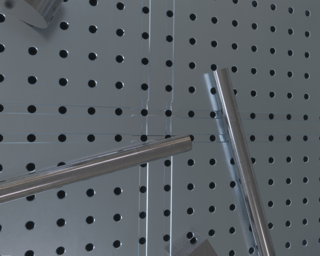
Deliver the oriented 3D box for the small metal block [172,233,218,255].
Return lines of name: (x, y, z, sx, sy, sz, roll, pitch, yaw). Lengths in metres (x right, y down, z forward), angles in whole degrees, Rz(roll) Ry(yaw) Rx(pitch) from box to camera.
small metal block: (0.053, 0.186, 0.432, 0.050, 0.025, 0.050, -35, 102, -17)

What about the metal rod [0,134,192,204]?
metal rod: (-0.100, 0.053, 0.375, 0.302, 0.025, 0.025, -14, 95, -20)

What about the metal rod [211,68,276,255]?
metal rod: (0.125, 0.060, 0.458, 0.025, 0.025, 0.298, -18, 96, -19)

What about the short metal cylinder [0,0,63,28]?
short metal cylinder: (-0.145, -0.152, 0.330, 0.080, 0.080, 0.050, 30, 81, -18)
